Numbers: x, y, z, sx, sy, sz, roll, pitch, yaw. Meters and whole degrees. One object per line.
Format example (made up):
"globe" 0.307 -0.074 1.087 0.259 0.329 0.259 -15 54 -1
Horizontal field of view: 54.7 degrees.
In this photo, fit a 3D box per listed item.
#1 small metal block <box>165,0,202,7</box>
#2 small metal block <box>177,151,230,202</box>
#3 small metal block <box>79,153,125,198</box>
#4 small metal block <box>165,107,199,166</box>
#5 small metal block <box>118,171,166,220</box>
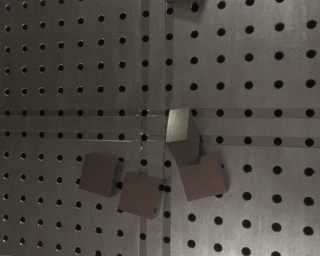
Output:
"small metal block" 0.033 -0.190 0.401 0.050 0.025 0.050 19 96 18
"small metal block" 0.055 0.061 0.393 0.050 0.025 0.050 -18 84 18
"small metal block" -0.083 0.066 0.441 0.050 0.025 0.050 13 94 19
"small metal block" 0.029 0.011 0.378 0.025 0.050 0.050 -8 47 20
"small metal block" -0.024 0.090 0.420 0.050 0.025 0.050 12 94 19
